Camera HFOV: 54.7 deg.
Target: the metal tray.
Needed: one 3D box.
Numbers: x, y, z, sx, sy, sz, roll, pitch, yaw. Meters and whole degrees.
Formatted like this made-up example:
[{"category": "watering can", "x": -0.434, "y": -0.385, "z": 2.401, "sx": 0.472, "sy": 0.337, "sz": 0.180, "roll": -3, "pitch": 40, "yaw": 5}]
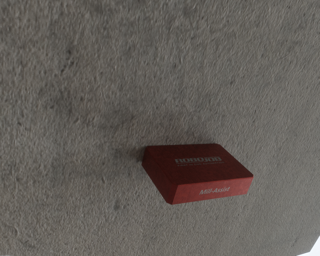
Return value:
[{"category": "metal tray", "x": 0.051, "y": 0.059, "z": 0.430, "sx": 0.131, "sy": 0.090, "sz": 0.030, "roll": 0, "pitch": 119, "yaw": -29}]
